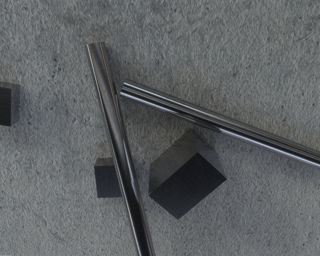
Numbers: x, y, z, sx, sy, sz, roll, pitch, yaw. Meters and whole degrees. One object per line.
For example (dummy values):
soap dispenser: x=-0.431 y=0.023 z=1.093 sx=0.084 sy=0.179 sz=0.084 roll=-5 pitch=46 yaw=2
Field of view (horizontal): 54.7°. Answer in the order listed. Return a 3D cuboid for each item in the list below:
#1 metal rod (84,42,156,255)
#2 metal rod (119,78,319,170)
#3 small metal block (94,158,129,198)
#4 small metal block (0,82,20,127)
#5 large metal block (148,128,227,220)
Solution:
metal rod: x=-0.047 y=0.042 z=0.400 sx=0.025 sy=0.025 sz=0.298 roll=-12 pitch=101 yaw=4
metal rod: x=0.094 y=-0.001 z=0.410 sx=0.302 sy=0.025 sz=0.025 roll=20 pitch=109 yaw=-8
small metal block: x=-0.063 y=0.069 z=0.435 sx=0.050 sy=0.025 sz=0.050 roll=-2 pitch=110 yaw=0
small metal block: x=-0.210 y=-0.033 z=0.395 sx=0.050 sy=0.025 sz=0.050 roll=9 pitch=110 yaw=-4
large metal block: x=0.032 y=0.056 z=0.402 sx=0.050 sy=0.080 sz=0.080 roll=43 pitch=104 yaw=-14
